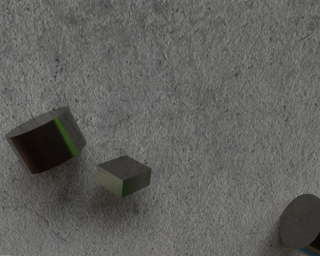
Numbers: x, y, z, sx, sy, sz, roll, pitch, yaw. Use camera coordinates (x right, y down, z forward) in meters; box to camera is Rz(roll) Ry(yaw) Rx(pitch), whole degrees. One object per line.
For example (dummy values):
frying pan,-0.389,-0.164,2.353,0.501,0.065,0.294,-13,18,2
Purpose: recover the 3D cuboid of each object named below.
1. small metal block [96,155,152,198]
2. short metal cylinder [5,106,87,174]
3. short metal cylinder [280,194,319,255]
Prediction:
small metal block,-0.048,0.062,0.408,0.050,0.050,0.025,22,115,36
short metal cylinder,-0.139,0.013,0.384,0.080,0.080,0.050,-20,109,7
short metal cylinder,0.217,0.140,0.434,0.050,0.080,0.080,28,108,-10
